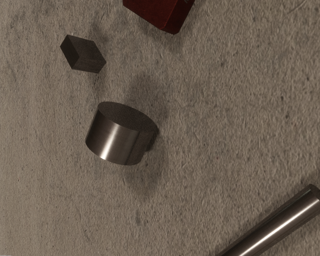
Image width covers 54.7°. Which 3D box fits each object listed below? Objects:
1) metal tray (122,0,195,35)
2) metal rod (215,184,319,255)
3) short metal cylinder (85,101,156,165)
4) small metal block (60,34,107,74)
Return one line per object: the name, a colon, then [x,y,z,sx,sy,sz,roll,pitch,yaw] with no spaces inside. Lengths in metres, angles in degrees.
metal tray: [0.013,-0.197,0.389,0.090,0.030,0.129,43,115,31]
metal rod: [0.062,0.163,0.352,0.298,0.025,0.025,-50,61,27]
short metal cylinder: [-0.052,0.006,0.410,0.080,0.081,0.050,38,113,33]
small metal block: [-0.120,-0.115,0.485,0.025,0.050,0.050,-46,63,30]
